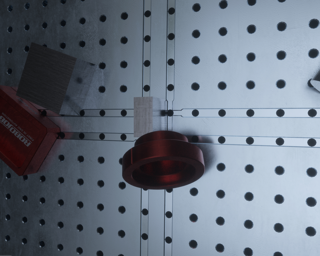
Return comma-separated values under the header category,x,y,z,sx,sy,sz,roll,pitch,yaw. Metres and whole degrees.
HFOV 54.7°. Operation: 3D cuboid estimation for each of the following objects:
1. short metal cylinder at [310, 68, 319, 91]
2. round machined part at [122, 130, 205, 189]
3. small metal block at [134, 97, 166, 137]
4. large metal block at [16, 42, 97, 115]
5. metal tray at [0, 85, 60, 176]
category,x,y,z,sx,sy,sz,roll,pitch,yaw
short metal cylinder,0.204,-0.048,0.311,0.080,0.080,0.050,35,102,16
round machined part,0.003,0.038,0.380,0.098,0.098,0.042,-17,56,19
small metal block,-0.012,-0.013,0.403,0.025,0.050,0.050,0,90,20
large metal block,-0.151,-0.070,0.452,0.080,0.050,0.080,22,97,18
metal tray,-0.231,0.002,0.491,0.130,0.030,0.090,37,102,16
